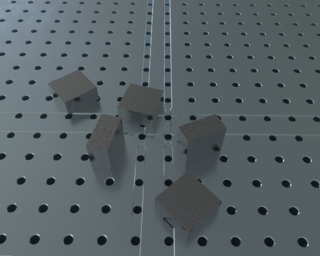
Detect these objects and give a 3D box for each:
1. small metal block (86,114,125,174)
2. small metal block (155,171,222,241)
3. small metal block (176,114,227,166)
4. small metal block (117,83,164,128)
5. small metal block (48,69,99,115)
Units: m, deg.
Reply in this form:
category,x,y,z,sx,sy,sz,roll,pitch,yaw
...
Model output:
category,x,y,z,sx,sy,sz,roll,pitch,yaw
small metal block,-0.064,0.020,0.374,0.025,0.050,0.050,10,51,8
small metal block,0.030,0.084,0.338,0.050,0.025,0.050,-35,58,-26
small metal block,0.049,0.015,0.379,0.050,0.050,0.025,-19,53,-16
small metal block,-0.026,-0.032,0.435,0.050,0.025,0.050,14,51,11
small metal block,-0.125,-0.053,0.450,0.050,0.025,0.050,-32,57,-24
